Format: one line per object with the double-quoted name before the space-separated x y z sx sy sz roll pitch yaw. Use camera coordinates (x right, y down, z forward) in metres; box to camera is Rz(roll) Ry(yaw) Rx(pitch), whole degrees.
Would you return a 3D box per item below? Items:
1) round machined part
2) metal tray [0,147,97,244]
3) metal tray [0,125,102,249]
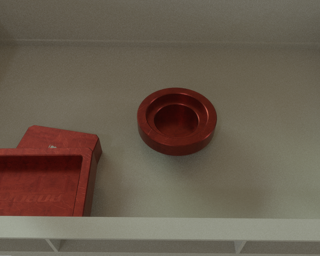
"round machined part" 0.021 -0.004 0.397 0.099 0.042 0.098 0 50 0
"metal tray" -0.134 0.064 0.306 0.131 0.030 0.090 0 50 -1
"metal tray" -0.129 0.060 0.350 0.090 0.030 0.130 9 50 7
